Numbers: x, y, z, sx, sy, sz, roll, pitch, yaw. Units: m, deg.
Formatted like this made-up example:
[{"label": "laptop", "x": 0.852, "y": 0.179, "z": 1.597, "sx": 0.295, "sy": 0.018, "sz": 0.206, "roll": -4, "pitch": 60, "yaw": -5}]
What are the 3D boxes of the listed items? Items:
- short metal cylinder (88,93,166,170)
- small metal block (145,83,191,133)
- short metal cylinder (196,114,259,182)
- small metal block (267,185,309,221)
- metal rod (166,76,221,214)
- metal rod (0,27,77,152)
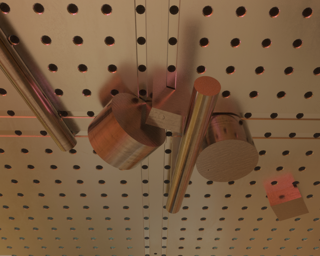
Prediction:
[{"label": "short metal cylinder", "x": -0.040, "y": 0.004, "z": 0.378, "sx": 0.080, "sy": 0.080, "sz": 0.050, "roll": 32, "pitch": 123, "yaw": -25}, {"label": "small metal block", "x": 0.011, "y": -0.024, "z": 0.375, "sx": 0.050, "sy": 0.050, "sz": 0.025, "roll": 15, "pitch": 128, "yaw": -13}, {"label": "short metal cylinder", "x": 0.086, "y": 0.028, "z": 0.419, "sx": 0.081, "sy": 0.050, "sz": 0.079, "roll": -1, "pitch": 130, "yaw": -1}, {"label": "small metal block", "x": 0.216, "y": 0.127, "z": 0.522, "sx": 0.050, "sy": 0.025, "sz": 0.050, "roll": -24, "pitch": 126, "yaw": 19}, {"label": "metal rod", "x": 0.033, "y": 0.047, "z": 0.406, "sx": 0.025, "sy": 0.025, "sz": 0.298, "roll": 3, "pitch": 144, "yaw": -3}, {"label": "metal rod", "x": -0.172, "y": -0.084, "z": 0.337, "sx": 0.025, "sy": 0.025, "sz": 0.299, "roll": -14, "pitch": 129, "yaw": 11}]
